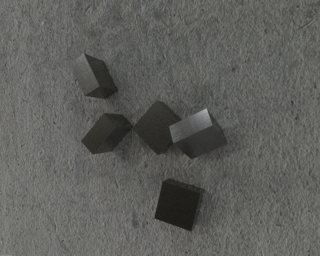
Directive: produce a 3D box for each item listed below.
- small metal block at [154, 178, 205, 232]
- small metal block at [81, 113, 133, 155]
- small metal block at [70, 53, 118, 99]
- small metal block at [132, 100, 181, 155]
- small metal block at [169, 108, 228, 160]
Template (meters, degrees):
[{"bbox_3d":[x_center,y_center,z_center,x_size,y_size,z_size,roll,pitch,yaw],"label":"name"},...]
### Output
[{"bbox_3d":[0.025,0.098,0.400,0.050,0.025,0.050,14,95,19],"label":"small metal block"},{"bbox_3d":[-0.070,0.008,0.421,0.025,0.050,0.050,45,104,14],"label":"small metal block"},{"bbox_3d":[-0.090,-0.070,0.427,0.025,0.050,0.050,-29,81,18],"label":"small metal block"},{"bbox_3d":[0.001,0.000,0.409,0.050,0.025,0.050,45,104,14],"label":"small metal block"},{"bbox_3d":[0.047,0.009,0.376,0.050,0.050,0.025,-26,51,18],"label":"small metal block"}]
